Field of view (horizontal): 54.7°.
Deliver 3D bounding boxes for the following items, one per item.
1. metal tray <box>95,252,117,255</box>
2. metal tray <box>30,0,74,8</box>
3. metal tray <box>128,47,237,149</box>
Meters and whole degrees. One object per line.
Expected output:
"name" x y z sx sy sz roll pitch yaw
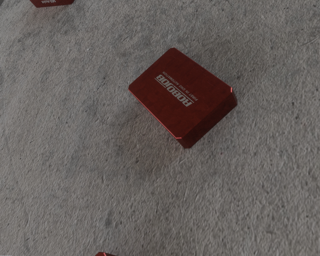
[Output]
"metal tray" -0.080 0.206 0.316 0.130 0.030 0.090 -42 51 -1
"metal tray" -0.241 -0.331 0.731 0.130 0.030 0.090 10 66 32
"metal tray" 0.026 -0.045 0.415 0.090 0.030 0.130 -43 51 -1
